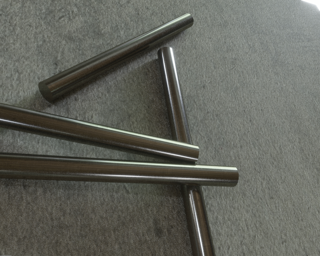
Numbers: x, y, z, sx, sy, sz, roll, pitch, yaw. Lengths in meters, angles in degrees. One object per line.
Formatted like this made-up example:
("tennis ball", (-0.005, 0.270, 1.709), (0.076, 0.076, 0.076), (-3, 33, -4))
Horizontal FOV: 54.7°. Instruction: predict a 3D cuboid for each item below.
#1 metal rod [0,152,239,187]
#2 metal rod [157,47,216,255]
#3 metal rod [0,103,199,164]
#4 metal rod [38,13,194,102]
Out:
("metal rod", (-0.053, 0.045, 0.329), (0.302, 0.025, 0.025), (6, 59, -19))
("metal rod", (0.029, 0.014, 0.412), (0.025, 0.025, 0.299), (6, 59, -26))
("metal rod", (-0.100, 0.001, 0.334), (0.302, 0.025, 0.025), (13, 56, -16))
("metal rod", (-0.042, -0.116, 0.453), (0.025, 0.025, 0.302), (47, 51, 4))
